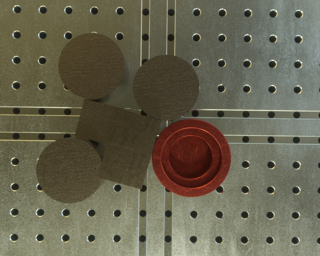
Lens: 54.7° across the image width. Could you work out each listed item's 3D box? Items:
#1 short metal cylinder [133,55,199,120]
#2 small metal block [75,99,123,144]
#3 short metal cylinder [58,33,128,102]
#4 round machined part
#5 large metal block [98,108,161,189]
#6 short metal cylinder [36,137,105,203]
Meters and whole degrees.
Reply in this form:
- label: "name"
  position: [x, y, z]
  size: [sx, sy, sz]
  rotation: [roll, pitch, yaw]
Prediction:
- label: "short metal cylinder"
  position: [0.008, -0.049, 0.400]
  size: [0.081, 0.050, 0.080]
  rotation: [0, 90, 0]
- label: "small metal block"
  position: [-0.079, -0.008, 0.412]
  size: [0.050, 0.025, 0.050]
  rotation: [15, 90, 0]
- label: "short metal cylinder"
  position: [-0.083, -0.075, 0.400]
  size: [0.081, 0.050, 0.080]
  rotation: [0, 90, 0]
- label: "round machined part"
  position: [0.039, 0.037, 0.405]
  size: [0.099, 0.042, 0.097]
  rotation: [0, 90, 0]
- label: "large metal block"
  position: [-0.034, 0.023, 0.382]
  size: [0.050, 0.080, 0.080]
  rotation: [16, 90, 0]
- label: "short metal cylinder"
  position: [-0.109, 0.051, 0.400]
  size: [0.081, 0.050, 0.080]
  rotation: [0, 90, 0]
